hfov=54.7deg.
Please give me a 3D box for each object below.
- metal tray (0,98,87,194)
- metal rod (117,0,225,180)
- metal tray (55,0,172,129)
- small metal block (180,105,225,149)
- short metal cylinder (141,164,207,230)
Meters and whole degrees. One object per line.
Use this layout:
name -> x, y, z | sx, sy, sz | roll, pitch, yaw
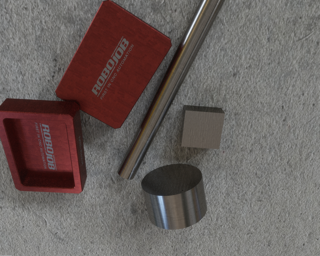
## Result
metal tray -> -0.147, 0.027, 0.397 | 0.091, 0.030, 0.129 | 3, 125, -2
metal rod -> 0.017, -0.062, 0.387 | 0.025, 0.025, 0.298 | 24, 108, -9
metal tray -> -0.057, -0.075, 0.379 | 0.090, 0.030, 0.129 | 30, 107, -11
small metal block -> 0.055, -0.001, 0.410 | 0.050, 0.025, 0.050 | 4, 110, -2
short metal cylinder -> 0.019, 0.089, 0.414 | 0.080, 0.080, 0.050 | -10, 110, 3
